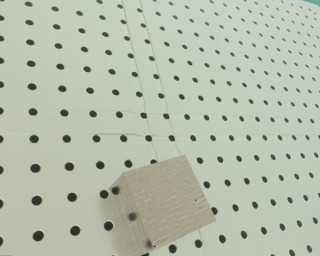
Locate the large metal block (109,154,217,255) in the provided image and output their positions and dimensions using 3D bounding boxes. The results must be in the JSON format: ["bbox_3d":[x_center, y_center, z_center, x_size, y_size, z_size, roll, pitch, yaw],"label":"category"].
[{"bbox_3d":[0.001,0.084,0.342,0.081,0.050,0.080,-12,68,-33],"label":"large metal block"}]
